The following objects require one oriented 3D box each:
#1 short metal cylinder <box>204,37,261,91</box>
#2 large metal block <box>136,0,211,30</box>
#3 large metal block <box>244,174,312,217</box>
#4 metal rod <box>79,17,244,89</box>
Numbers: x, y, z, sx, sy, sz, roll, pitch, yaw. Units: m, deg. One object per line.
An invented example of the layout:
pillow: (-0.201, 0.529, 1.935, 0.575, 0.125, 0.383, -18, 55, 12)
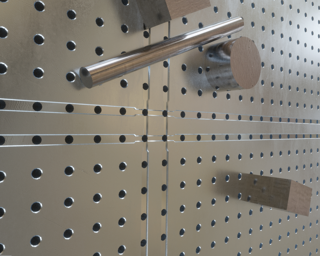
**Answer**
short metal cylinder: (0.116, -0.100, 0.493, 0.081, 0.050, 0.079, 0, 90, -40)
large metal block: (0.012, -0.184, 0.405, 0.081, 0.050, 0.080, -33, 111, -35)
large metal block: (0.212, 0.120, 0.555, 0.080, 0.080, 0.050, 23, 76, -38)
metal rod: (0.024, -0.115, 0.431, 0.302, 0.025, 0.025, -29, 109, -36)
